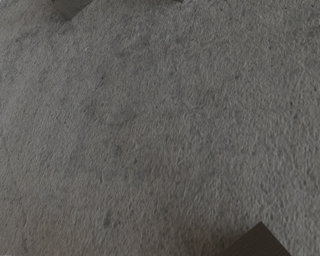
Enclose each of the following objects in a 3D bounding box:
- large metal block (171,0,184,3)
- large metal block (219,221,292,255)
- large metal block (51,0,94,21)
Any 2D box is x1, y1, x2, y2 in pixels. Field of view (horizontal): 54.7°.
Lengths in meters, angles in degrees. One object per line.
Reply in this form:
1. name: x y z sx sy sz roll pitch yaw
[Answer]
1. large metal block: 0.029 -0.275 0.521 0.050 0.080 0.080 30 78 37
2. large metal block: 0.085 0.140 0.257 0.080 0.050 0.080 -40 51 1
3. large metal block: -0.193 -0.289 0.663 0.080 0.050 0.080 -40 51 1
